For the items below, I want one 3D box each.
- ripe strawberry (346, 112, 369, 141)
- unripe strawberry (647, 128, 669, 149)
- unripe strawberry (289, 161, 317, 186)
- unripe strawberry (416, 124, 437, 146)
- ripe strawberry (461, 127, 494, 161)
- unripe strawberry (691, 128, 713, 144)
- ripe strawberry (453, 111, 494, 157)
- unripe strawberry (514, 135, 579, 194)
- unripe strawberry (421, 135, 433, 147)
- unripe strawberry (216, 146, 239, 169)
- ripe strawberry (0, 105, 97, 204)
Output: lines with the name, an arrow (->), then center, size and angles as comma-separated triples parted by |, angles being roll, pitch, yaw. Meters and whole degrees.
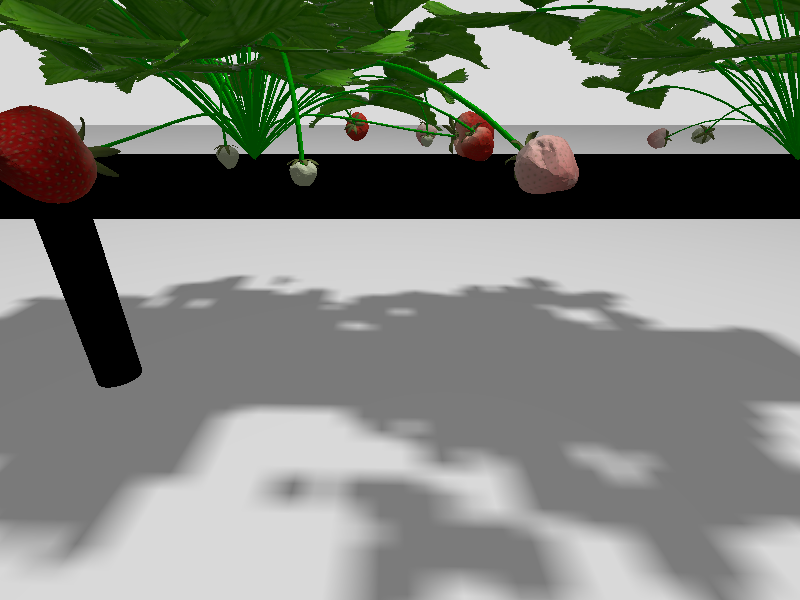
ripe strawberry -> -0.056, -0.233, 0.541 | 0.031, 0.035, 0.033 | 6, 7, 13
unripe strawberry -> 0.273, -0.171, 0.424 | 0.017, 0.020, 0.019 | -13, 22, -25
unripe strawberry -> -0.039, -0.051, 0.162 | 0.011, 0.010, 0.010 | -11, 27, -22
unripe strawberry -> 0.030, -0.190, 0.462 | 0.021, 0.025, 0.025 | -23, 33, -40
ripe strawberry -> 0.060, -0.116, 0.303 | 0.024, 0.023, 0.022 | -31, 16, 21
unripe strawberry -> 0.361, -0.196, 0.480 | 0.021, 0.019, 0.019 | 4, -2, 10
ripe strawberry -> 0.061, -0.137, 0.332 | 0.034, 0.035, 0.031 | -1, 25, -3
unripe strawberry -> 0.063, -0.056, 0.170 | 0.028, 0.025, 0.026 | -24, 55, -41
unripe strawberry -> 0.023, -0.134, 0.337 | 0.010, 0.010, 0.009 | -2, 25, -5
unripe strawberry -> -0.091, -0.075, 0.212 | 0.011, 0.011, 0.010 | -6, 25, -12
ripe strawberry -> -0.143, -0.056, 0.157 | 0.032, 0.036, 0.035 | 3, 26, 6
